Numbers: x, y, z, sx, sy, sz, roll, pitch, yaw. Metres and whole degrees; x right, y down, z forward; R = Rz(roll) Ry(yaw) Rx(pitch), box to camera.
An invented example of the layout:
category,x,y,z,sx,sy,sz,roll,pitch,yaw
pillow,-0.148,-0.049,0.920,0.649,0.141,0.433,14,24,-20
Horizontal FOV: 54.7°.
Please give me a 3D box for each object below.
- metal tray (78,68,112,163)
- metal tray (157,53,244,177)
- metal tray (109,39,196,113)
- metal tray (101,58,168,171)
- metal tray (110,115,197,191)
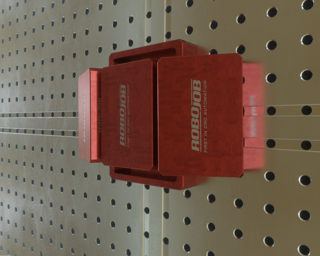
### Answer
category,x,y,z,sx,sy,sz,roll,pitch,yaw
metal tray,-0.098,-0.017,0.461,0.090,0.030,0.129,180,90,-65
metal tray,0.045,-0.013,0.343,0.090,0.030,0.129,-1,90,12
metal tray,-0.014,-0.062,0.415,0.130,0.030,0.089,1,91,39
metal tray,-0.034,-0.016,0.392,0.090,0.030,0.129,0,90,39
metal tray,-0.013,0.029,0.415,0.130,0.030,0.089,1,91,39
